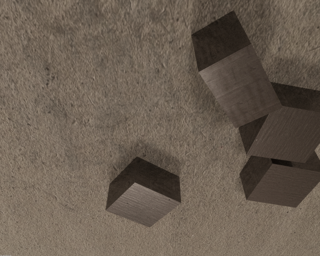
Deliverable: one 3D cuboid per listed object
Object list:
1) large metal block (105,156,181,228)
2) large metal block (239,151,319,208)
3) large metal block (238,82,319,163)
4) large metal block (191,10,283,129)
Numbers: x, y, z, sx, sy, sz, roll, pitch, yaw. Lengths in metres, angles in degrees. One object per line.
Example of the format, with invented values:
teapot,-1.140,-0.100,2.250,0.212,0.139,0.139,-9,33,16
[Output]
large metal block,-0.025,0.100,0.476,0.080,0.050,0.080,29,124,-23
large metal block,0.174,0.067,0.450,0.081,0.050,0.079,11,129,-10
large metal block,0.156,-0.006,0.388,0.081,0.050,0.079,9,130,-8
large metal block,0.077,-0.061,0.321,0.050,0.080,0.080,-27,126,20
